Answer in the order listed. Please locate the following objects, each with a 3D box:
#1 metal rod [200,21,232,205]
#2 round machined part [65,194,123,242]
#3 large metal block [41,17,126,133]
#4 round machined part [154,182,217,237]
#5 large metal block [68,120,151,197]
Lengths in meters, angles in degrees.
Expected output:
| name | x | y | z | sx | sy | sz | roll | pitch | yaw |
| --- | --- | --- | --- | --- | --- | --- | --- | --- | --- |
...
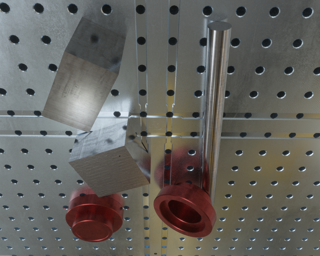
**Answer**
| name | x | y | z | sx | sy | sz | roll | pitch | yaw |
| --- | --- | --- | --- | --- | --- | --- | --- | --- | --- |
| metal rod | 0.070 | 0.007 | 0.418 | 0.025 | 0.025 | 0.298 | -3 | 130 | 2 |
| round machined part | -0.114 | 0.162 | 0.537 | 0.099 | 0.042 | 0.097 | 0 | 130 | 0 |
| large metal block | -0.079 | -0.056 | 0.327 | 0.050 | 0.080 | 0.080 | 22 | 127 | -18 |
| round machined part | 0.043 | 0.124 | 0.490 | 0.098 | 0.042 | 0.097 | 18 | 135 | 20 |
| large metal block | -0.066 | 0.045 | 0.433 | 0.080 | 0.050 | 0.080 | -17 | 128 | 14 |
